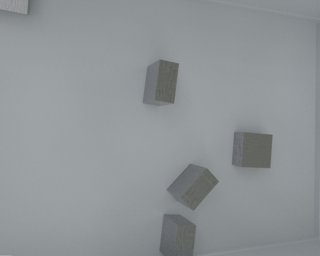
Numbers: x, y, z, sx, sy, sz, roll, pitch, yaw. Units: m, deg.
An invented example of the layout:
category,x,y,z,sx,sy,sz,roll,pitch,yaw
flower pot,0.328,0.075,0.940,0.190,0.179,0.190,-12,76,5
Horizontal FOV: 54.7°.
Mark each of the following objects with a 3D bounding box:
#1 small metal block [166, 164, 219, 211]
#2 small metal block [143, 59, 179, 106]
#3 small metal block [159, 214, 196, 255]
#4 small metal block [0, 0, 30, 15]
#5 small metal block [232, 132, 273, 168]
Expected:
category,x,y,z,sx,sy,sz,roll,pitch,yaw
small metal block,0.042,0.077,0.413,0.050,0.050,0.025,-45,104,-14
small metal block,0.000,-0.056,0.397,0.025,0.050,0.050,8,88,-20
small metal block,0.022,0.145,0.406,0.025,0.050,0.050,8,88,-20
small metal block,-0.170,-0.155,0.340,0.050,0.025,0.050,5,105,-20
small metal block,0.137,0.033,0.461,0.050,0.025,0.050,5,88,-20
